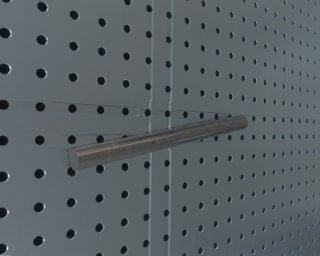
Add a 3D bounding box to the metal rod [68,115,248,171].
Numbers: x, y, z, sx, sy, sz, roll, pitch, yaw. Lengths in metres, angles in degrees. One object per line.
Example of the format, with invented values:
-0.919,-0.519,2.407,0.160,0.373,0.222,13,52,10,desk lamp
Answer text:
0.023,0.012,0.426,0.302,0.025,0.025,-11,97,-39,metal rod
